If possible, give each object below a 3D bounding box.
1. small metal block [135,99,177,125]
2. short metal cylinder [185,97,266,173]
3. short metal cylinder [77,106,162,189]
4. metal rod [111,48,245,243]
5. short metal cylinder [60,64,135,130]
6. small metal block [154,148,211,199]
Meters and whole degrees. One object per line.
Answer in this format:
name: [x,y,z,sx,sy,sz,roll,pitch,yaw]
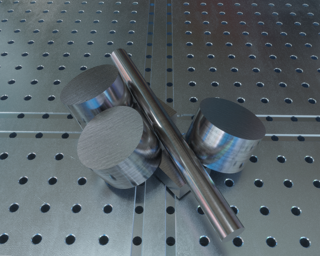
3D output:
small metal block: [-0.013,-0.013,0.414,0.050,0.025,0.050,-36,59,-26]
short metal cylinder: [0.075,0.007,0.364,0.081,0.050,0.080,15,33,-10]
short metal cylinder: [-0.045,0.022,0.350,0.080,0.050,0.080,-13,52,18]
metal rod: [0.003,-0.004,0.373,0.025,0.025,0.300,-20,53,-16]
short metal cylinder: [-0.079,-0.038,0.400,0.080,0.050,0.080,-16,40,14]
small metal block: [0.025,0.046,0.365,0.050,0.025,0.050,-33,58,-25]
